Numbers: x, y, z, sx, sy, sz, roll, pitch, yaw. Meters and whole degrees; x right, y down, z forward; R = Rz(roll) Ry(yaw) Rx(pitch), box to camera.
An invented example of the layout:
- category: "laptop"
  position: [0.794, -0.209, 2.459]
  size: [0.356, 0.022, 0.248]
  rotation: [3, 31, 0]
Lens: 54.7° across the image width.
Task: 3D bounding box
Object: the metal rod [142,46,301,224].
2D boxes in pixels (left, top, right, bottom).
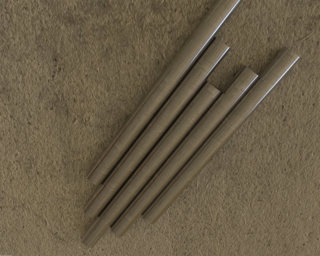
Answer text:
- category: "metal rod"
  position: [0.072, 0.021, 0.419]
  size: [0.025, 0.025, 0.299]
  rotation: [35, 106, -12]

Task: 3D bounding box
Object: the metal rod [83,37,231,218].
- category: "metal rod"
  position: [-0.013, 0.010, 0.415]
  size: [0.025, 0.025, 0.299]
  rotation: [35, 106, -12]

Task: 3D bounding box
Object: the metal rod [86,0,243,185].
- category: "metal rod"
  position: [-0.004, -0.041, 0.396]
  size: [0.025, 0.025, 0.299]
  rotation: [35, 106, -12]

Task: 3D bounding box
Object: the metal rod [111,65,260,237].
- category: "metal rod"
  position: [0.025, 0.041, 0.426]
  size: [0.025, 0.025, 0.299]
  rotation: [35, 106, -12]

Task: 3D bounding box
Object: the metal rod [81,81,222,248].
- category: "metal rod"
  position: [-0.021, 0.060, 0.433]
  size: [0.025, 0.025, 0.299]
  rotation: [35, 106, -12]
